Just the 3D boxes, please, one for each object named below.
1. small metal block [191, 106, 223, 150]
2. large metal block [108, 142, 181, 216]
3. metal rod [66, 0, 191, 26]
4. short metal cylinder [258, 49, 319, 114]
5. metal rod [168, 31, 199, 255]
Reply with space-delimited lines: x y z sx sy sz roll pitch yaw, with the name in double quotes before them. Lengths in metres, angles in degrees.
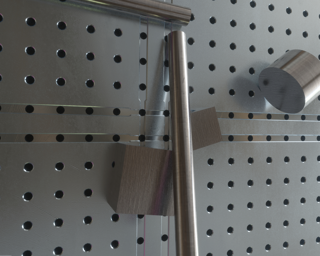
"small metal block" 0.055 0.000 0.434 0.050 0.025 0.050 -16 96 -20
"large metal block" -0.016 0.064 0.395 0.081 0.050 0.080 9 87 -20
"metal rod" -0.103 -0.166 0.374 0.302 0.025 0.025 5 88 -20
"short metal cylinder" 0.195 -0.068 0.457 0.050 0.080 0.080 -37 102 -16
"metal rod" 0.026 0.015 0.374 0.025 0.025 0.299 6 69 -20
